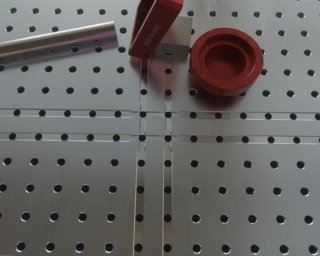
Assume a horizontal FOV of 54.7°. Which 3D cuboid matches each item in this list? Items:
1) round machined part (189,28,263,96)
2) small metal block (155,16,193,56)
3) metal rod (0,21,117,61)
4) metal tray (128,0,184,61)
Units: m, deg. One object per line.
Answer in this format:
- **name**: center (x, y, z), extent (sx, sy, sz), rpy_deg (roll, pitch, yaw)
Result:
- **round machined part**: center (0.090, -0.089, 0.436), extent (0.099, 0.042, 0.098), rpy_deg (0, 70, -1)
- **small metal block**: center (0.021, -0.139, 0.463), extent (0.050, 0.025, 0.050), rpy_deg (7, 70, 2)
- **metal rod**: center (-0.214, -0.115, 0.451), extent (0.302, 0.025, 0.025), rpy_deg (-13, 71, -5)
- **metal tray**: center (-0.005, -0.160, 0.413), extent (0.030, 0.129, 0.090), rpy_deg (14, 69, -17)
